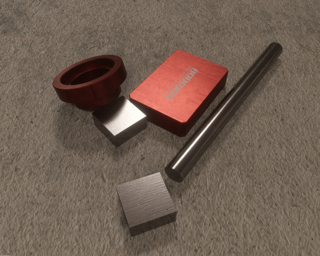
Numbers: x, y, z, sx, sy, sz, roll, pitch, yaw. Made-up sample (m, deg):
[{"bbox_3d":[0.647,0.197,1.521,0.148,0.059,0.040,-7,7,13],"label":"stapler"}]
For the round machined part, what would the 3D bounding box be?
[{"bbox_3d":[-0.092,-0.060,0.428,0.098,0.042,0.098,-11,34,8],"label":"round machined part"}]

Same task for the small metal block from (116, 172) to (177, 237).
[{"bbox_3d":[-0.015,0.082,0.335,0.050,0.025,0.050,-16,52,-13],"label":"small metal block"}]

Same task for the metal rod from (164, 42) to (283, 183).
[{"bbox_3d":[0.104,-0.039,0.436,0.025,0.025,0.301,29,56,22],"label":"metal rod"}]

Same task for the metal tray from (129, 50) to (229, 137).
[{"bbox_3d":[0.029,-0.055,0.447,0.090,0.030,0.131,27,55,20],"label":"metal tray"}]

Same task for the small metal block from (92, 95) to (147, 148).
[{"bbox_3d":[-0.053,-0.010,0.411,0.050,0.025,0.050,-34,58,-25],"label":"small metal block"}]
